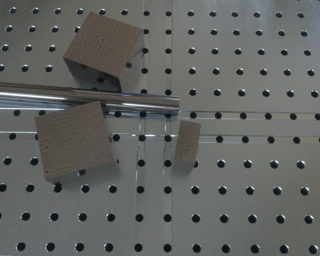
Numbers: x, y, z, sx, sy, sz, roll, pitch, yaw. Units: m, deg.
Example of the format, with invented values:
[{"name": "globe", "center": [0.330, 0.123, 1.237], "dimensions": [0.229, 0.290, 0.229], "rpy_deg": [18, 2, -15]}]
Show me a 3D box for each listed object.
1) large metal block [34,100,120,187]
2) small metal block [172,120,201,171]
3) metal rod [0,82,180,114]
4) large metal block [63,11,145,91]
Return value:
[{"name": "large metal block", "center": [-0.102, 0.021, 0.390], "dimensions": [0.081, 0.050, 0.080], "rpy_deg": [-15, 71, -6]}, {"name": "small metal block", "center": [0.033, 0.024, 0.390], "dimensions": [0.025, 0.050, 0.050], "rpy_deg": [10, 70, 3]}, {"name": "metal rod", "center": [-0.124, -0.043, 0.425], "dimensions": [0.302, 0.025, 0.025], "rpy_deg": [5, 70, 1]}, {"name": "large metal block", "center": [-0.075, -0.105, 0.436], "dimensions": [0.080, 0.050, 0.080], "rpy_deg": [21, 71, 7]}]
